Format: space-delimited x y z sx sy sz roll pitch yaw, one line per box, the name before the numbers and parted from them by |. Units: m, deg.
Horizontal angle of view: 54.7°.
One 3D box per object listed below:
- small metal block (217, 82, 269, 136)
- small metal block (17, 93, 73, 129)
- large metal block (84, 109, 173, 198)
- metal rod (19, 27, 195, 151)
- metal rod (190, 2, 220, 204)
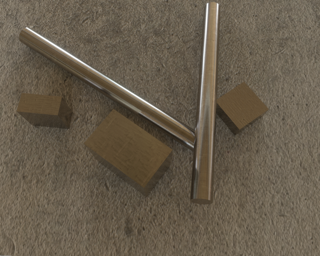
small metal block | 0.108 -0.026 0.419 0.050 0.025 0.050 -33 74 -12
small metal block | -0.147 -0.021 0.401 0.050 0.050 0.025 5 70 2
large metal block | -0.034 0.033 0.366 0.080 0.080 0.050 34 74 11
metal rod | -0.072 -0.057 0.428 0.301 0.025 0.025 32 73 11
metal rod | 0.063 -0.051 0.409 0.025 0.025 0.299 7 63 2
